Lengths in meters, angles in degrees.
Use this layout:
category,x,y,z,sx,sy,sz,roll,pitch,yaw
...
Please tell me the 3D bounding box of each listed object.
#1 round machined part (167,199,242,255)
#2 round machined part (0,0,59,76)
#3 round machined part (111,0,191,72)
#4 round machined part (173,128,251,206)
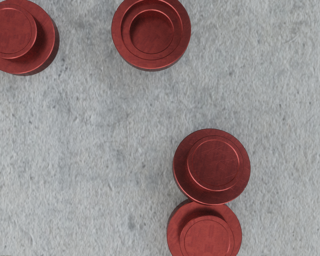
category,x,y,z,sx,sy,sz,roll,pitch,yaw
round machined part,0.058,0.141,0.402,0.099,0.042,0.097,0,90,-1
round machined part,-0.185,-0.119,0.399,0.099,0.042,0.097,0,90,-1
round machined part,-0.011,-0.122,0.401,0.099,0.042,0.097,0,90,-1
round machined part,0.066,0.047,0.389,0.099,0.042,0.098,1,73,-2
